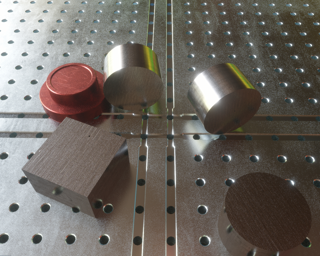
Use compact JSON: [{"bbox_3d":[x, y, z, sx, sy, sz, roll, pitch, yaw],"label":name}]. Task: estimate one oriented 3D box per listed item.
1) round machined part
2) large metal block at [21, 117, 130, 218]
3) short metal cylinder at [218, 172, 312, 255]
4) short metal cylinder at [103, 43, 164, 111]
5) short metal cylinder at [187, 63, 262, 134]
[{"bbox_3d":[-0.122,-0.056,0.443,0.099,0.042,0.098,0,50,0],"label":"round machined part"},{"bbox_3d":[-0.091,0.043,0.355,0.080,0.050,0.080,19,53,15],"label":"large metal block"},{"bbox_3d":[0.103,0.093,0.314,0.081,0.050,0.080,0,50,0],"label":"short metal cylinder"},{"bbox_3d":[-0.038,-0.070,0.430,0.081,0.080,0.050,-5,50,-4],"label":"short metal cylinder"},{"bbox_3d":[0.083,-0.037,0.403,0.081,0.080,0.050,-16,52,-13],"label":"short metal cylinder"}]
